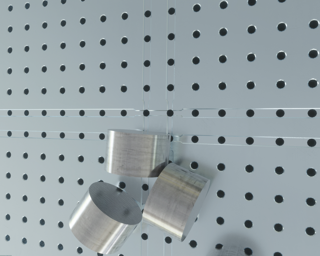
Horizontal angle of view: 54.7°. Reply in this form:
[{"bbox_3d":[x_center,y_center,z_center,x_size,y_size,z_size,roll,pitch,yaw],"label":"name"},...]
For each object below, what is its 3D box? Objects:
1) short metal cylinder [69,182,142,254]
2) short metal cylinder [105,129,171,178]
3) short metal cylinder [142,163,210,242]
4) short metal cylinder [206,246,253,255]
[{"bbox_3d":[-0.071,0.117,0.408,0.080,0.080,0.050,38,102,16],"label":"short metal cylinder"},{"bbox_3d":[-0.028,0.030,0.393,0.080,0.080,0.050,6,92,20],"label":"short metal cylinder"},{"bbox_3d":[0.021,0.089,0.376,0.050,0.080,0.080,23,98,18],"label":"short metal cylinder"},{"bbox_3d":[0.083,0.190,0.370,0.080,0.050,0.079,0,90,20],"label":"short metal cylinder"}]
